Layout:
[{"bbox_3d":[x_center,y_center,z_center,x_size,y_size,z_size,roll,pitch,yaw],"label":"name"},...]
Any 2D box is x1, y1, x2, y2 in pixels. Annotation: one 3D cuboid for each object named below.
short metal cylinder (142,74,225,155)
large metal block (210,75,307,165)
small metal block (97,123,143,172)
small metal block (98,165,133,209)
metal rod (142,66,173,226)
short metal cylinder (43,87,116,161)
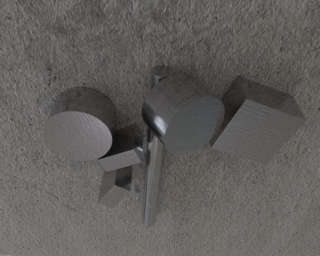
[{"bbox_3d":[0.026,-0.015,0.356,0.081,0.050,0.079,-22,137,-21],"label":"short metal cylinder"},{"bbox_3d":[0.115,-0.008,0.385,0.081,0.050,0.079,17,128,-14],"label":"large metal block"},{"bbox_3d":[-0.051,0.026,0.412,0.050,0.050,0.025,-17,128,14],"label":"small metal block"},{"bbox_3d":[-0.066,0.082,0.460,0.025,0.050,0.050,28,125,-22],"label":"small metal block"},{"bbox_3d":[-0.008,0.049,0.448,0.025,0.025,0.298,3,130,-3],"label":"metal rod"},{"bbox_3d":[-0.097,-0.004,0.386,0.081,0.050,0.079,0,130,0],"label":"short metal cylinder"}]
